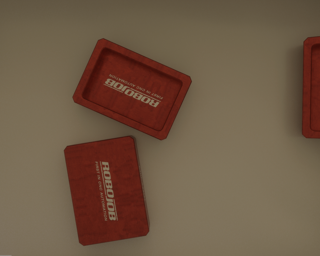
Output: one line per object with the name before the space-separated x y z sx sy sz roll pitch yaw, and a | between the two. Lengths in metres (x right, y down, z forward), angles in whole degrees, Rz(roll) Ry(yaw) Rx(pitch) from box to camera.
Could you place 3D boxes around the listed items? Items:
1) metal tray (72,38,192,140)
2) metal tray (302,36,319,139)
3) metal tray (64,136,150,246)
metal tray | -0.035 -0.049 0.408 0.131 0.030 0.090 24 90 0
metal tray | 0.231 -0.051 0.392 0.090 0.030 0.129 1 90 26
metal tray | -0.068 0.080 0.408 0.091 0.030 0.129 -9 90 0
